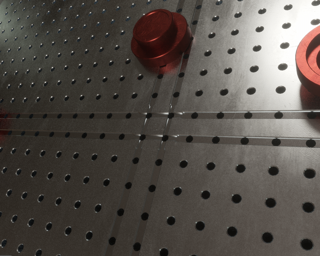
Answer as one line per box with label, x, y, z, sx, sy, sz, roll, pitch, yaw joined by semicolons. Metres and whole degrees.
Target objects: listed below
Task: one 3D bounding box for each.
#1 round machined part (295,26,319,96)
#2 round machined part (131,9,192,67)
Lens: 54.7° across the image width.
round machined part;0.201;-0.069;0.334;0.098;0.042;0.098;-13;56;20
round machined part;-0.003;-0.148;0.488;0.098;0.042;0.098;-13;56;20
